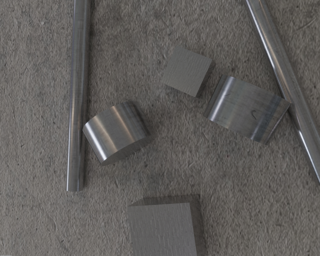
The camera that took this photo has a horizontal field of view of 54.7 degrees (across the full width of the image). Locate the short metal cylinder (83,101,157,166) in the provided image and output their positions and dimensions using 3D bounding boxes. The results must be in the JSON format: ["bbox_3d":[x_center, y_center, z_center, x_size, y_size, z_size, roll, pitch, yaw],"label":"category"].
[{"bbox_3d":[-0.051,0.007,0.398,0.080,0.080,0.050,-33,80,17],"label":"short metal cylinder"}]

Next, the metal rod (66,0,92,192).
[{"bbox_3d":[-0.118,-0.059,0.450,0.025,0.025,0.298,3,91,20],"label":"metal rod"}]

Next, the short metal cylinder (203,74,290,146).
[{"bbox_3d":[0.095,-0.021,0.346,0.080,0.080,0.050,27,99,18],"label":"short metal cylinder"}]

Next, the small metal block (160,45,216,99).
[{"bbox_3d":[0.036,-0.071,0.396,0.050,0.025,0.050,26,99,18],"label":"small metal block"}]

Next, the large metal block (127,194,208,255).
[{"bbox_3d":[0.011,0.131,0.392,0.080,0.050,0.080,-9,87,19],"label":"large metal block"}]

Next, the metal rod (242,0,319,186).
[{"bbox_3d":[0.137,-0.080,0.360,0.025,0.025,0.299,-21,83,19],"label":"metal rod"}]
